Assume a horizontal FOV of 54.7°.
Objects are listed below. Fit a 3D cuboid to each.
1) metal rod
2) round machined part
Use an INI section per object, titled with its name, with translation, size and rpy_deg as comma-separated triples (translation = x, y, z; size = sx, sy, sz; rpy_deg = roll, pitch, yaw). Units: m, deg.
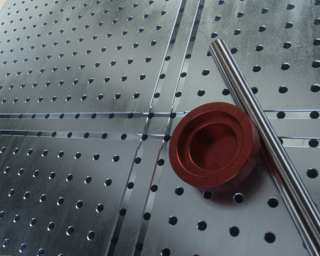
[metal rod]
translation = 0.113, 0.002, 0.347
size = 0.025, 0.025, 0.299
rpy_deg = -25, 53, 13
[round machined part]
translation = 0.062, 0.024, 0.345
size = 0.098, 0.042, 0.098
rpy_deg = -16, 57, 28
